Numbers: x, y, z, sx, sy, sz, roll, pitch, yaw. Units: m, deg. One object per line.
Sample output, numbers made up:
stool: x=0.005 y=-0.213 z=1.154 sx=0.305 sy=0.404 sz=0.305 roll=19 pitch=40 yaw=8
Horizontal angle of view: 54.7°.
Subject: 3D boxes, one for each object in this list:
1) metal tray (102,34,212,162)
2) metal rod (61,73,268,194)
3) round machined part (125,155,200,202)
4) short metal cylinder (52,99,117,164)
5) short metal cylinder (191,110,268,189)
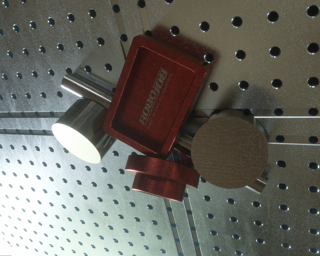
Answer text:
metal tray: x=-0.007 y=-0.034 z=0.372 sx=0.090 sy=0.030 sz=0.129 roll=28 pitch=115 yaw=10
metal rod: x=-0.001 y=0.002 z=0.413 sx=0.301 sy=0.025 sz=0.025 roll=28 pitch=128 yaw=10
round machined part: x=0.001 y=0.069 z=0.407 sx=0.098 sy=0.042 sz=0.098 roll=13 pitch=166 yaw=4
short metal cylinder: x=-0.103 y=0.005 z=0.437 sx=0.080 sy=0.050 sz=0.080 roll=23 pitch=146 yaw=17
short metal cylinder: x=0.080 y=0.022 z=0.351 sx=0.080 sy=0.050 sz=0.079 roll=4 pitch=102 yaw=16
